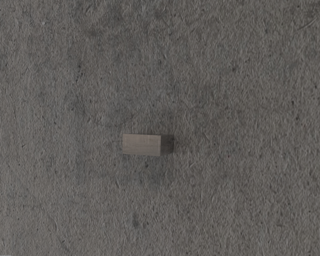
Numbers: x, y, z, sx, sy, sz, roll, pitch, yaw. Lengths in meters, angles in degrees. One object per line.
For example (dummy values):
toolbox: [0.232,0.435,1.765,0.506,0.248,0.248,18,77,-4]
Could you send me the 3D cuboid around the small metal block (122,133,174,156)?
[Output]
small metal block: [-0.014,0.020,0.401,0.050,0.050,0.025,2,91,20]
